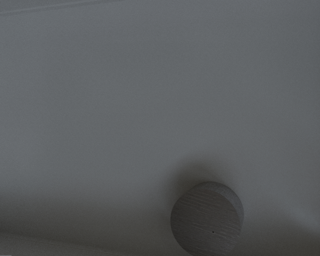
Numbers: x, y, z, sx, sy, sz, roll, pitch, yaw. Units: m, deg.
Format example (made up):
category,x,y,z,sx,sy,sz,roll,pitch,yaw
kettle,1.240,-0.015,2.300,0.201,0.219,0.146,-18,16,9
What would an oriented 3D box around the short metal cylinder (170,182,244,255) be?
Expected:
category,x,y,z,sx,sy,sz,roll,pitch,yaw
short metal cylinder,0.059,0.109,0.376,0.080,0.050,0.079,0,90,19
